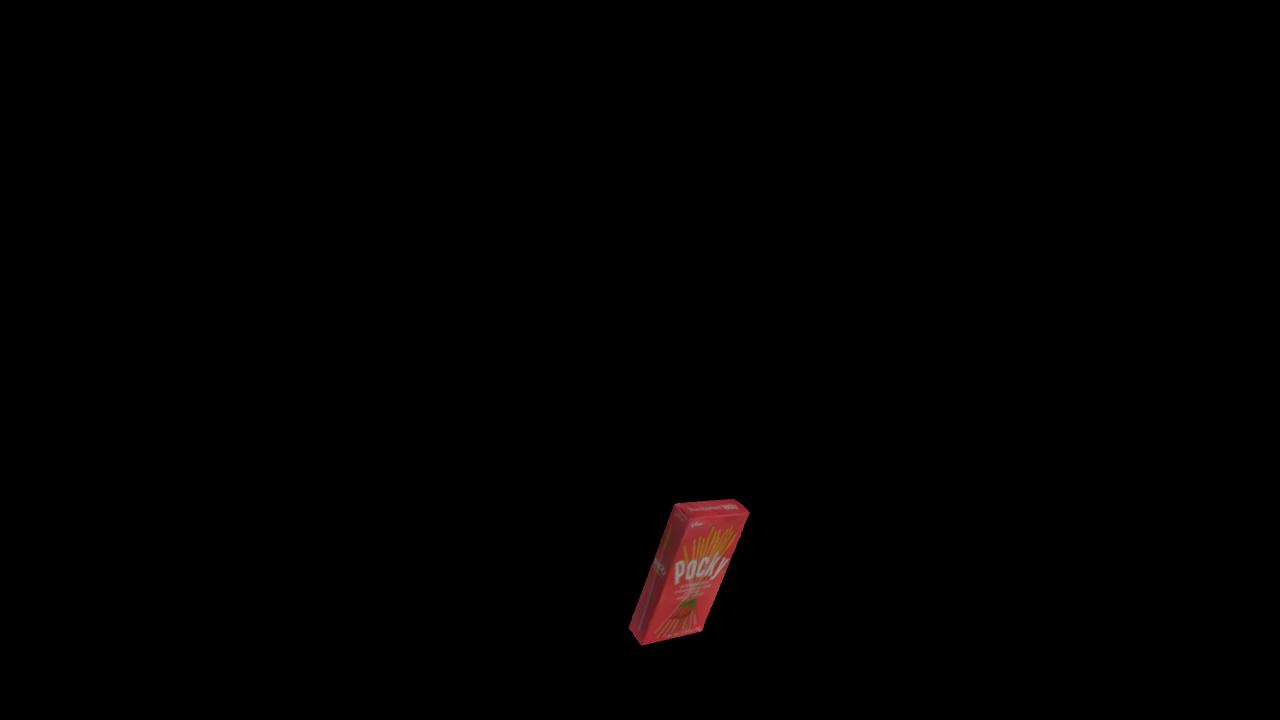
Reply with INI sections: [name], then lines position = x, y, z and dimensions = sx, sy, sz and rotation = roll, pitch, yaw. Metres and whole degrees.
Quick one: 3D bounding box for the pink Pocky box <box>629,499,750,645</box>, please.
[pink Pocky box]
position = 0.050, 0.214, 0.624
dimensions = 0.084, 0.155, 0.029
rotation = 6, 20, -37
